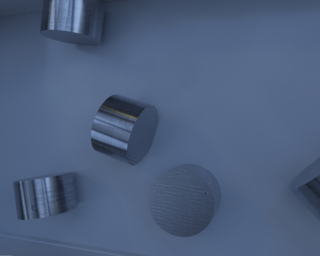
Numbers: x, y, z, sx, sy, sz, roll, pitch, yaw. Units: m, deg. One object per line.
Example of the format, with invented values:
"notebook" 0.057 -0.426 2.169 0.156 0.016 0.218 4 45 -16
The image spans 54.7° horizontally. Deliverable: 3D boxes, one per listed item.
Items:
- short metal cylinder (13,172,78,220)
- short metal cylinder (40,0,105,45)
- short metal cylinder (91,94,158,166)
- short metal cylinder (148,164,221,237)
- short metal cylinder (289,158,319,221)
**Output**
"short metal cylinder" -0.161 0.093 0.438 0.080 0.080 0.050 -10 87 20
"short metal cylinder" -0.118 -0.148 0.423 0.080 0.080 0.050 7 93 20
"short metal cylinder" -0.043 0.002 0.396 0.050 0.080 0.080 19 96 19
"short metal cylinder" 0.032 0.087 0.386 0.080 0.050 0.080 0 90 20
"short metal cylinder" 0.183 0.057 0.317 0.080 0.080 0.050 -44 77 15
